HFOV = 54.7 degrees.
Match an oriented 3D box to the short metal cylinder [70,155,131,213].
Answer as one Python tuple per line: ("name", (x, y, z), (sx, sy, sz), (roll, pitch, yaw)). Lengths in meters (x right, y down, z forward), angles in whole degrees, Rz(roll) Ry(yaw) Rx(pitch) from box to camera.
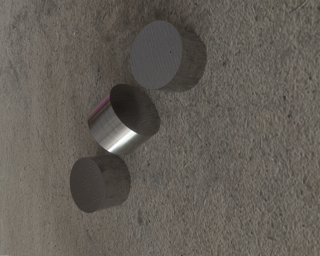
("short metal cylinder", (-0.090, 0.082, 0.463), (0.080, 0.050, 0.080), (0, 90, 40))

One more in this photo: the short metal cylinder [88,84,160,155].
("short metal cylinder", (-0.046, -0.011, 0.408), (0.050, 0.081, 0.080), (-39, 66, 33))

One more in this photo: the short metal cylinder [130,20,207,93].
("short metal cylinder", (0.010, -0.085, 0.381), (0.080, 0.050, 0.080), (0, 90, 40))
